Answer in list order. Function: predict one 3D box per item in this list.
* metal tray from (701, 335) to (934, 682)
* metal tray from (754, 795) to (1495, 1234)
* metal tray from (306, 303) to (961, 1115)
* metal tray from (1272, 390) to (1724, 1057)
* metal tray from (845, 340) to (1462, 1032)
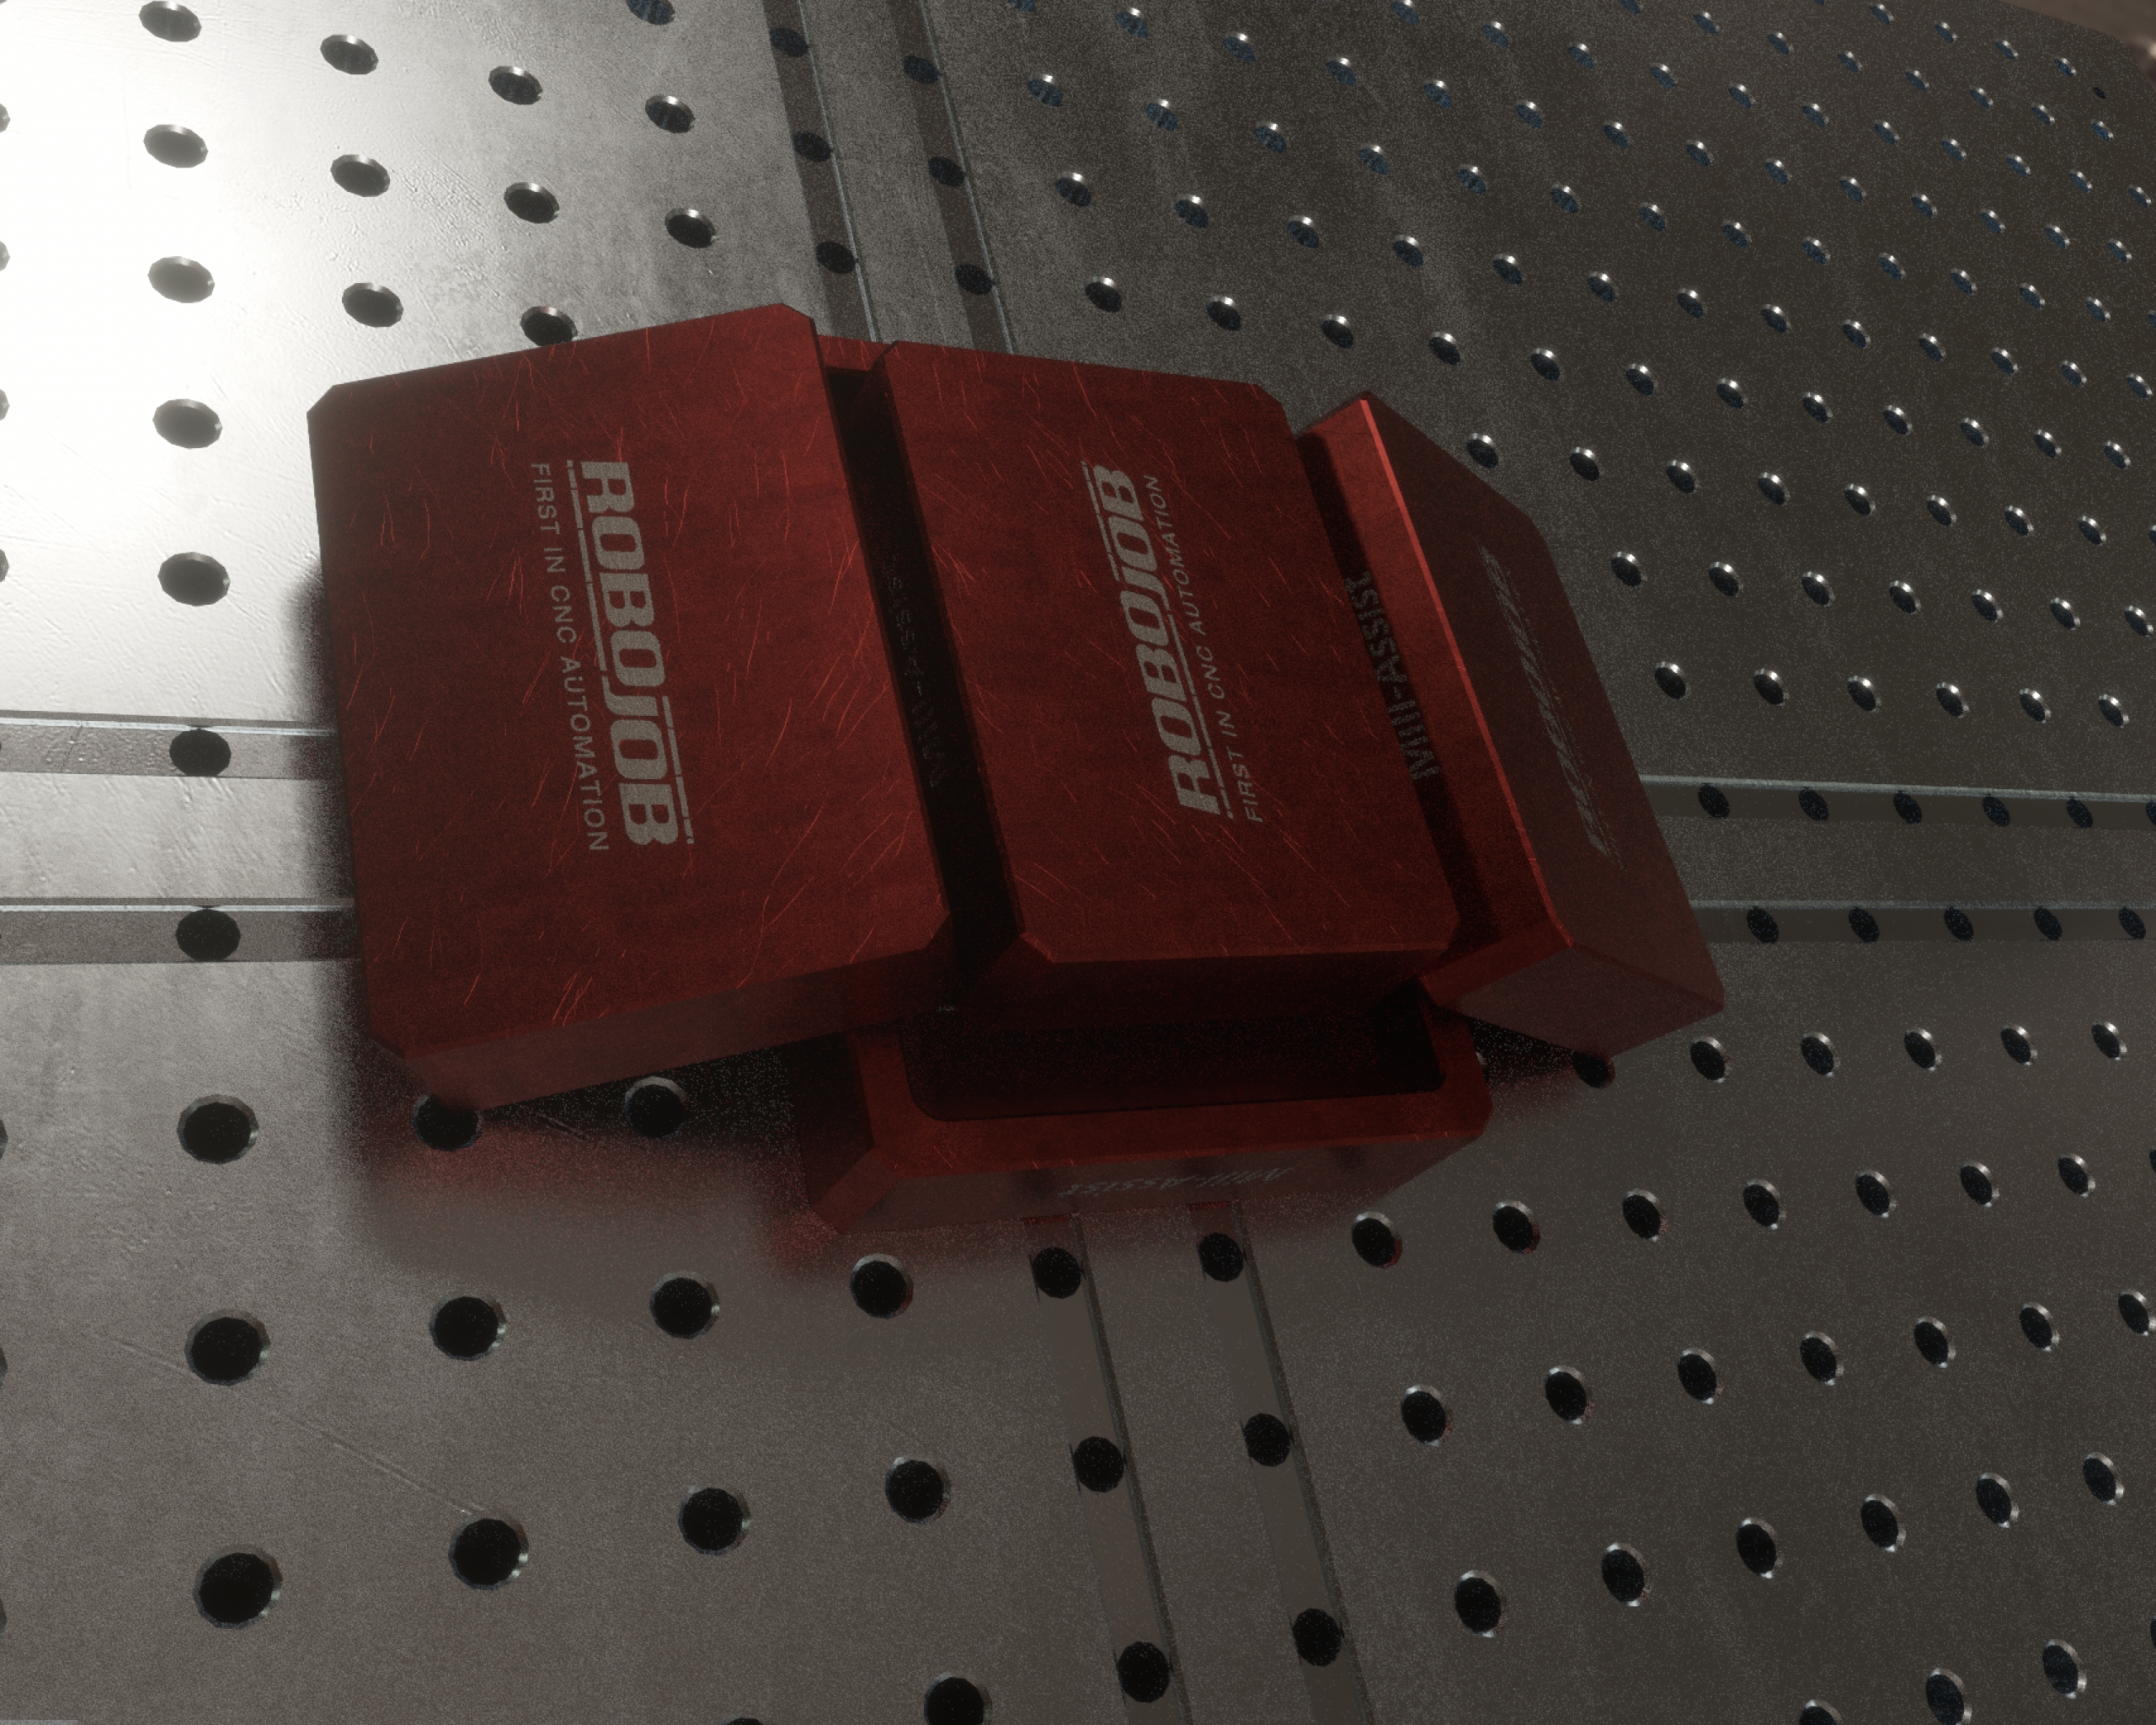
[{"bbox_3d":[-0.012,-0.061,0.437,0.131,0.030,0.090,0,62,-28],"label":"metal tray"},{"bbox_3d":[0.009,0.019,0.400,0.131,0.030,0.090,0,62,-28],"label":"metal tray"},{"bbox_3d":[-0.078,-0.030,0.359,0.091,0.030,0.130,-12,66,-6],"label":"metal tray"},{"bbox_3d":[0.088,-0.028,0.447,0.090,0.030,0.130,19,49,-51],"label":"metal tray"},{"bbox_3d":[0.010,-0.035,0.394,0.091,0.030,0.130,0,62,-29],"label":"metal tray"}]
